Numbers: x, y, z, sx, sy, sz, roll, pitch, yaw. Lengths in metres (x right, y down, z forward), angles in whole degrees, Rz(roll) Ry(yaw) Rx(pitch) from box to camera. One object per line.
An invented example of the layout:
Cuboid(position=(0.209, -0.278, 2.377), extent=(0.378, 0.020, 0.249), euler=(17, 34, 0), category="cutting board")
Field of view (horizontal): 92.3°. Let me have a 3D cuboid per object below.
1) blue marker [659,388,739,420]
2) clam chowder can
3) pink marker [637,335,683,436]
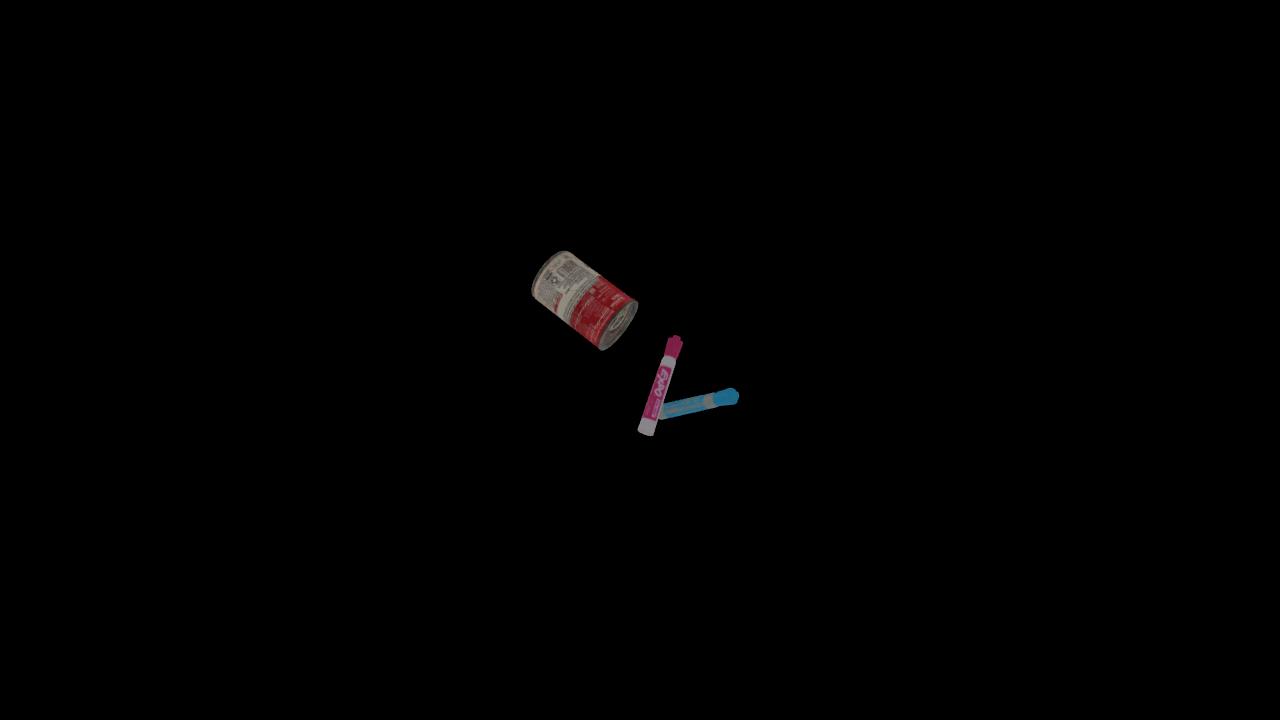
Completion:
Cuboid(position=(0.064, 0.050, 0.703), extent=(0.020, 0.020, 0.121), euler=(0, -13, -42), category="blue marker")
Cuboid(position=(-0.062, -0.067, 0.685), extent=(0.102, 0.068, 0.068), euler=(37, 8, 11), category="clam chowder can")
Cuboid(position=(0.025, 0.027, 0.699), extent=(0.020, 0.121, 0.020), euler=(17, -18, 6), category="pink marker")
